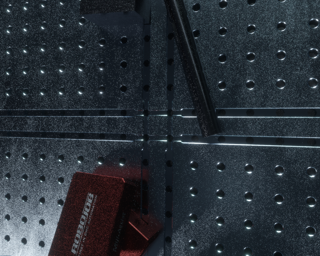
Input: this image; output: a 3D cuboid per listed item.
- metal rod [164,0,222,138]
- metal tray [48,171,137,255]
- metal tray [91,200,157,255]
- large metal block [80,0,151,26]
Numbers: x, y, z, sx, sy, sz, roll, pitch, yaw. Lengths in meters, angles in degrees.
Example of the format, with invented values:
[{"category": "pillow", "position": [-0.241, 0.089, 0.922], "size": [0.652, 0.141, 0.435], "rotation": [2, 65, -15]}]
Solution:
[{"category": "metal rod", "position": [0.027, -0.134, 0.402], "size": [0.025, 0.025, 0.298], "rotation": [-17, 84, 19]}, {"category": "metal tray", "position": [-0.090, 0.128, 0.409], "size": [0.090, 0.030, 0.130], "rotation": [2, 69, 29]}, {"category": "metal tray", "position": [-0.077, 0.172, 0.437], "size": [0.090, 0.030, 0.129], "rotation": [39, 102, 15]}, {"category": "large metal block", "position": [-0.058, -0.187, 0.420], "size": [0.080, 0.050, 0.079], "rotation": [4, 91, 20]}]
